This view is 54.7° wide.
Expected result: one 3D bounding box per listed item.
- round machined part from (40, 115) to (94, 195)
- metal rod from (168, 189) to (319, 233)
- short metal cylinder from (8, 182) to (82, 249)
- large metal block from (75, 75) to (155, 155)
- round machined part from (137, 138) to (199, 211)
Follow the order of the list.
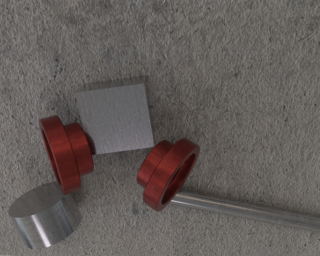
[{"bbox_3d":[-0.115,0.030,0.388,0.042,0.098,0.097,-18,112,-24],"label":"round machined part"},{"bbox_3d":[0.130,0.121,0.455,0.302,0.025,0.025,12,110,-5],"label":"metal rod"},{"bbox_3d":[-0.154,0.116,0.422,0.080,0.080,0.050,-14,110,5],"label":"short metal cylinder"},{"bbox_3d":[-0.052,-0.017,0.390,0.080,0.050,0.079,-8,110,2],"label":"large metal block"},{"bbox_3d":[0.007,0.054,0.398,0.042,0.098,0.097,32,109,18],"label":"round machined part"}]
